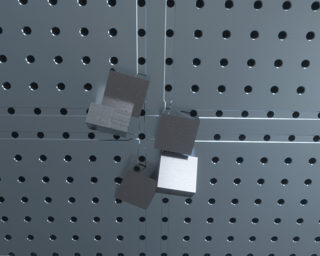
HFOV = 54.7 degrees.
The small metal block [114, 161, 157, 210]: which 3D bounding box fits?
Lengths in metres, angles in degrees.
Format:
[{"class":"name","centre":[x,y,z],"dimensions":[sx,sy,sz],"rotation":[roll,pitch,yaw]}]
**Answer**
[{"class":"small metal block","centre":[-0.031,0.082,0.443],"dimensions":[0.050,0.025,0.050],"rotation":[24,108,-9]}]

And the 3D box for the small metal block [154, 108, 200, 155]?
[{"class":"small metal block","centre":[0.022,0.005,0.416],"dimensions":[0.050,0.025,0.050],"rotation":[11,110,-5]}]

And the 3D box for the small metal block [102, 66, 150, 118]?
[{"class":"small metal block","centre":[-0.044,-0.046,0.396],"dimensions":[0.050,0.025,0.050],"rotation":[15,109,-6]}]

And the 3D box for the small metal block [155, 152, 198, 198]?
[{"class":"small metal block","centre":[0.023,0.064,0.422],"dimensions":[0.050,0.050,0.025],"rotation":[9,151,-4]}]

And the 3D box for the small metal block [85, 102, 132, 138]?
[{"class":"small metal block","centre":[-0.064,-0.009,0.393],"dimensions":[0.050,0.050,0.025],"rotation":[14,79,-6]}]
